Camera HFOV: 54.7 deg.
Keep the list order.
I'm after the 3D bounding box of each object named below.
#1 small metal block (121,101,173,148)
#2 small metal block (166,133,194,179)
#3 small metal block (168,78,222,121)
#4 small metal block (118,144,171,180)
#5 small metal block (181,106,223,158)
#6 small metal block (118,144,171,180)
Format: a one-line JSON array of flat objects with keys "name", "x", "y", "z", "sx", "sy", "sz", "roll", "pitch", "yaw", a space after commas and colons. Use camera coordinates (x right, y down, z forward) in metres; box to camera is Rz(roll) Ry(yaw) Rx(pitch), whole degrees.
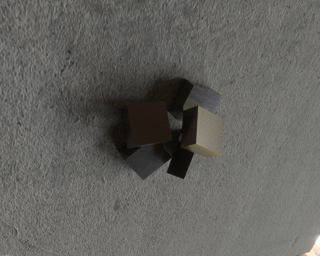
[{"name": "small metal block", "x": -0.017, "y": -0.004, "z": 0.382, "sx": 0.050, "sy": 0.025, "sz": 0.050, "roll": -8, "pitch": 84, "yaw": -25}, {"name": "small metal block", "x": 0.033, "y": 0.035, "z": 0.430, "sx": 0.025, "sy": 0.050, "sz": 0.050, "roll": 20, "pitch": 112, "yaw": 4}, {"name": "small metal block", "x": 0.046, "y": -0.033, "z": 0.415, "sx": 0.050, "sy": 0.025, "sz": 0.050, "roll": 15, "pitch": 111, "yaw": -35}, {"name": "small metal block", "x": -0.020, "y": 0.035, "z": 0.421, "sx": 0.050, "sy": 0.025, "sz": 0.050, "roll": -39, "pitch": 129, "yaw": -3}, {"name": "small metal block", "x": 0.054, "y": 0.006, "z": 0.394, "sx": 0.050, "sy": 0.025, "sz": 0.050, "roll": 23, "pitch": 62, "yaw": -37}, {"name": "small metal block", "x": -0.020, "y": 0.035, "z": 0.421, "sx": 0.050, "sy": 0.025, "sz": 0.050, "roll": -38, "pitch": 130, "yaw": -3}]
